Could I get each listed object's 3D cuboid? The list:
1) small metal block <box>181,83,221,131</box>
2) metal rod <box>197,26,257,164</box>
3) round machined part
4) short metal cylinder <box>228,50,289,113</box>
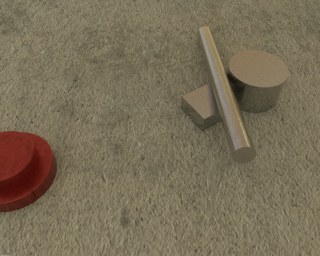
[{"bbox_3d":[0.064,-0.030,0.429,0.050,0.025,0.050,-26,55,-21],"label":"small metal block"},{"bbox_3d":[0.082,-0.070,0.432,0.025,0.025,0.300,-1,41,-1],"label":"metal rod"},{"bbox_3d":[-0.174,0.042,0.355,0.099,0.042,0.098,0,50,0],"label":"round machined part"},{"bbox_3d":[0.136,-0.067,0.445,0.081,0.050,0.080,0,50,0],"label":"short metal cylinder"}]
